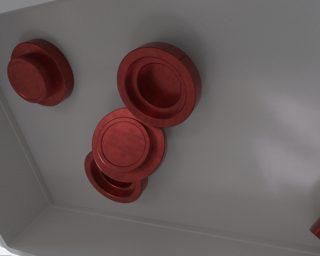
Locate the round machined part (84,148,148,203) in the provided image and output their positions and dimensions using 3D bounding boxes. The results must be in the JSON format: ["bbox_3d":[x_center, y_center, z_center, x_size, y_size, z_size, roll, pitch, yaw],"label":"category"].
[{"bbox_3d":[-0.061,0.062,0.469,0.098,0.042,0.097,13,124,21],"label":"round machined part"}]

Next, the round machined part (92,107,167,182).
[{"bbox_3d":[-0.042,0.021,0.401,0.098,0.042,0.097,-1,85,9],"label":"round machined part"}]

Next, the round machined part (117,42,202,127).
[{"bbox_3d":[0.003,-0.053,0.364,0.098,0.042,0.097,13,124,21],"label":"round machined part"}]

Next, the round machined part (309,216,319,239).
[{"bbox_3d":[0.220,0.130,0.338,0.098,0.098,0.042,38,94,2],"label":"round machined part"}]

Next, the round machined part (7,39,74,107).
[{"bbox_3d":[-0.177,-0.074,0.445,0.098,0.042,0.097,13,124,21],"label":"round machined part"}]
